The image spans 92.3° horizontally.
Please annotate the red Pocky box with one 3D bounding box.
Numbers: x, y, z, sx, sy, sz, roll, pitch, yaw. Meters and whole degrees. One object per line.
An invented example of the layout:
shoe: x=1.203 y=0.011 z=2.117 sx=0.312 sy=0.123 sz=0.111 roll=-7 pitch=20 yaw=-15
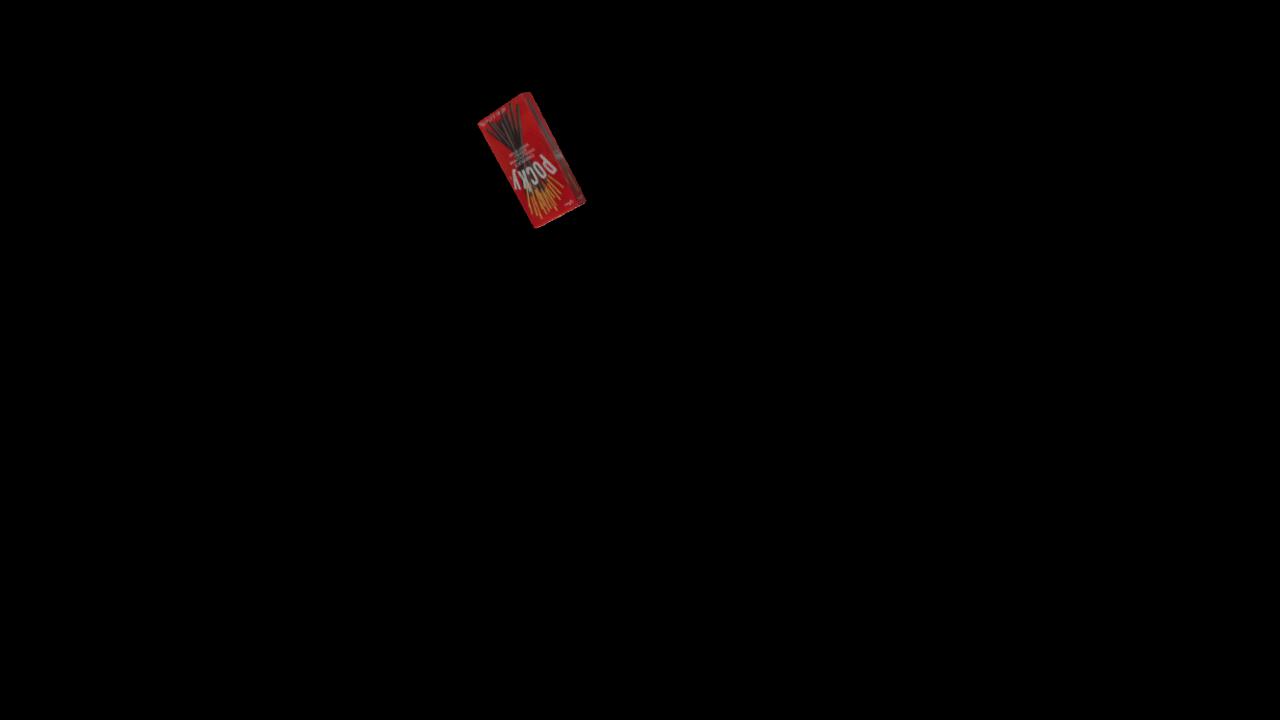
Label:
red Pocky box: x=-0.141 y=-0.259 z=0.807 sx=0.083 sy=0.155 sz=0.028 roll=-20 pitch=17 yaw=30
